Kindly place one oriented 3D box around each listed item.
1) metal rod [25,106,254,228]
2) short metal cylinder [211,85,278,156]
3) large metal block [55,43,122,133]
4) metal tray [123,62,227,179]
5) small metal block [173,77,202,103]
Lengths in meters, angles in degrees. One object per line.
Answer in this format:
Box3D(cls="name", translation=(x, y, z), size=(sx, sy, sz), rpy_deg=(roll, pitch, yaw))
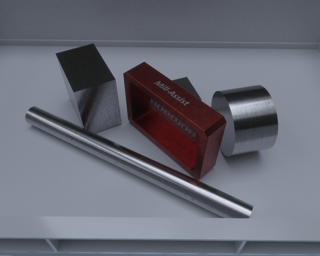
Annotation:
Box3D(cls="metal rod", translation=(-0.039, 0.038, 0.371), size=(0.301, 0.025, 0.025), rpy_deg=(23, 54, 17))
Box3D(cls="short metal cylinder", translation=(0.099, -0.009, 0.376), size=(0.050, 0.080, 0.080), rpy_deg=(-10, 51, -7))
Box3D(cls="large metal block", translation=(-0.093, -0.050, 0.409), size=(0.050, 0.080, 0.080), rpy_deg=(-21, 53, -17))
Box3D(cls="metal tray", translation=(0.012, -0.009, 0.368), size=(0.030, 0.089, 0.130), rpy_deg=(-36, 59, -27))
Box3D(cls="small metal block", translation=(0.024, -0.042, 0.437), size=(0.050, 0.025, 0.050), rpy_deg=(-15, 52, -13))
